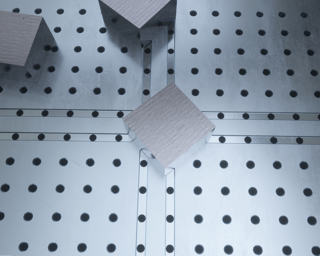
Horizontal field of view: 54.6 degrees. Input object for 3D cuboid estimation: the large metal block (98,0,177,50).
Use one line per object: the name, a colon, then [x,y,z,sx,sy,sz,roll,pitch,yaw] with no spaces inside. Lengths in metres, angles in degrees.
large metal block: [-0.032,-0.179,0.464,0.080,0.050,0.080,39,75,13]

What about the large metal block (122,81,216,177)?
large metal block: [0.011,0.002,0.398,0.080,0.050,0.080,-38,75,-13]

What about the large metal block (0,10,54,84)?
large metal block: [-0.208,-0.115,0.439,0.080,0.050,0.080,9,70,3]
